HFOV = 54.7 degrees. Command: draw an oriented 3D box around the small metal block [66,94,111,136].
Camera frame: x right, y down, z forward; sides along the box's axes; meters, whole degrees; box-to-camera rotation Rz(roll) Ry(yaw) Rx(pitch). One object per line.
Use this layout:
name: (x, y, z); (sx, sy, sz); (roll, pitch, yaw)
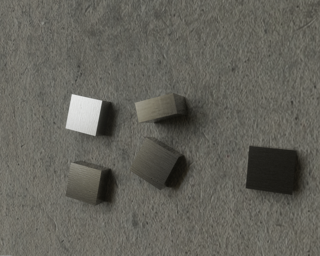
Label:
small metal block: (-0.103, -0.019, 0.445); (0.050, 0.025, 0.050); (13, 94, 19)

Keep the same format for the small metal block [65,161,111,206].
small metal block: (-0.104, 0.078, 0.446); (0.050, 0.025, 0.050); (12, 94, 19)

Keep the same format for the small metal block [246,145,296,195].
small metal block: (0.130, 0.048, 0.363); (0.050, 0.025, 0.050); (5, 92, 20)

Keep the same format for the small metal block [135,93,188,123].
small metal block: (0.003, -0.024, 0.394); (0.050, 0.050, 0.025); (-13, 86, 19)

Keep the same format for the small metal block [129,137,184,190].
small metal block: (-0.004, 0.046, 0.410); (0.050, 0.025, 0.050); (30, 100, 17)
